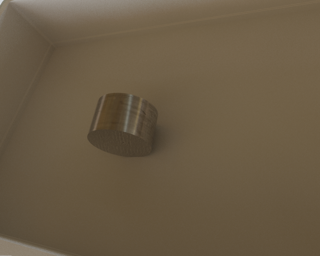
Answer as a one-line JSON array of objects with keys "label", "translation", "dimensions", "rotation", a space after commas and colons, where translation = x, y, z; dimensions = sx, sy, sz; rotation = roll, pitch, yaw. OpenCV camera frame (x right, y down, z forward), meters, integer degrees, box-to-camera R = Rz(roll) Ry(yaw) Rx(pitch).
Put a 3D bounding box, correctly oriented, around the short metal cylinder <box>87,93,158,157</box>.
[{"label": "short metal cylinder", "translation": [-0.046, -0.002, 0.394], "dimensions": [0.080, 0.080, 0.050], "rotation": [-4, 60, 26]}]
